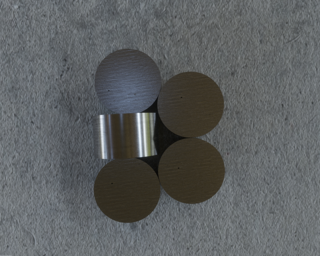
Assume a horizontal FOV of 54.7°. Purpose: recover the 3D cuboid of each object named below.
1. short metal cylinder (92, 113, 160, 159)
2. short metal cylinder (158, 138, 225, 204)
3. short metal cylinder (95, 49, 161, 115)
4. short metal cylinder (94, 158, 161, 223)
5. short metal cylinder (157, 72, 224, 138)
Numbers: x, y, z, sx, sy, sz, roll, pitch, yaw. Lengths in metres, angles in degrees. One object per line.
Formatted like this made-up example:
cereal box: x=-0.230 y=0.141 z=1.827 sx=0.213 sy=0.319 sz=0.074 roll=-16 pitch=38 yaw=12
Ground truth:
short metal cylinder: x=-0.042 y=0.009 z=0.383 sx=0.080 sy=0.080 sz=0.050 roll=-3 pitch=90 yaw=0
short metal cylinder: x=0.038 y=0.051 z=0.398 sx=0.080 sy=0.050 sz=0.080 roll=0 pitch=91 yaw=1
short metal cylinder: x=-0.038 y=-0.056 z=0.398 sx=0.080 sy=0.050 sz=0.080 roll=0 pitch=90 yaw=1
short metal cylinder: x=-0.039 y=0.074 z=0.398 sx=0.080 sy=0.050 sz=0.080 roll=0 pitch=90 yaw=1
short metal cylinder: x=0.037 y=-0.029 z=0.398 sx=0.081 sy=0.050 sz=0.080 roll=0 pitch=91 yaw=0
